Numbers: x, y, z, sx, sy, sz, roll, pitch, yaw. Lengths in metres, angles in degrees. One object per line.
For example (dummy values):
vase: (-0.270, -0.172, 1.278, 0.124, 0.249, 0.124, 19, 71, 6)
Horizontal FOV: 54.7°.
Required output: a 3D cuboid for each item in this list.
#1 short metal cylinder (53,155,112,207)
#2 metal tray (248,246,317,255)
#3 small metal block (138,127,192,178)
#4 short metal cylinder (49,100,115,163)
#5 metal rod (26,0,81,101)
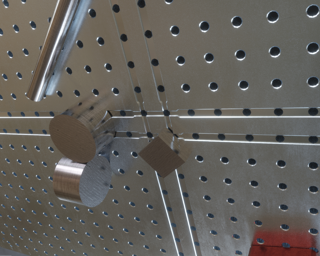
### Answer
short metal cylinder: (-0.120, 0.080, 0.489, 0.050, 0.080, 0.079, 5, 121, 26)
metal tray: (0.189, 0.232, 0.451, 0.090, 0.030, 0.129, -10, 114, 32)
small metal block: (0.006, 0.035, 0.429, 0.050, 0.025, 0.050, 44, 129, -3)
short metal cylinder: (-0.114, 0.005, 0.458, 0.080, 0.050, 0.079, 13, 124, 21)
metal rod: (-0.121, -0.140, 0.388, 0.025, 0.025, 0.298, 40, 129, 1)
